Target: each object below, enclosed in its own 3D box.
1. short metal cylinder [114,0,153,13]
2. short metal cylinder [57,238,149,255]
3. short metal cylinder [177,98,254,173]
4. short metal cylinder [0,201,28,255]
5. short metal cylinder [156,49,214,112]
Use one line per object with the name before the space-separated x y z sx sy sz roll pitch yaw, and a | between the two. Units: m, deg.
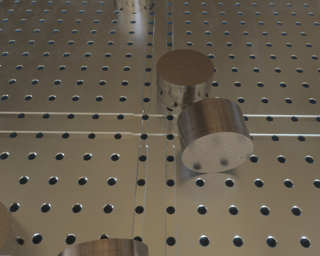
short metal cylinder | -0.054 -0.274 0.621 0.081 0.050 0.080 0 50 0
short metal cylinder | -0.046 0.133 0.260 0.081 0.080 0.050 -7 51 -6
short metal cylinder | 0.063 0.011 0.363 0.081 0.080 0.050 -4 50 -3
short metal cylinder | -0.177 0.112 0.296 0.081 0.050 0.080 0 50 0
short metal cylinder | 0.035 -0.070 0.450 0.081 0.050 0.080 0 50 0
